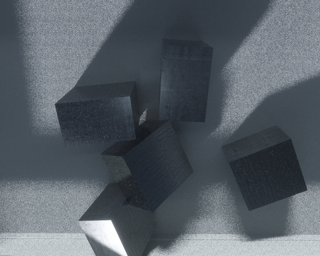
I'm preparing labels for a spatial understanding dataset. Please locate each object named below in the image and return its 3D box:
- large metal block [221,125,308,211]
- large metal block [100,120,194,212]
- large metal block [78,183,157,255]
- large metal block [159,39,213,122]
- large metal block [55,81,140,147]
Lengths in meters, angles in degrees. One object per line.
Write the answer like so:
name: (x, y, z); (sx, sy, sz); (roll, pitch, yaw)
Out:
large metal block: (0.140, 0.054, 0.420); (0.080, 0.050, 0.080); (-23, 109, 7)
large metal block: (-0.014, 0.045, 0.392); (0.080, 0.050, 0.080); (-38, 112, -33)
large metal block: (-0.054, 0.131, 0.423); (0.050, 0.080, 0.080); (-10, 112, 26)
large metal block: (0.026, -0.059, 0.361); (0.050, 0.080, 0.079); (3, 110, -2)
large metal block: (-0.069, -0.020, 0.374); (0.080, 0.080, 0.050); (-6, 110, 2)
